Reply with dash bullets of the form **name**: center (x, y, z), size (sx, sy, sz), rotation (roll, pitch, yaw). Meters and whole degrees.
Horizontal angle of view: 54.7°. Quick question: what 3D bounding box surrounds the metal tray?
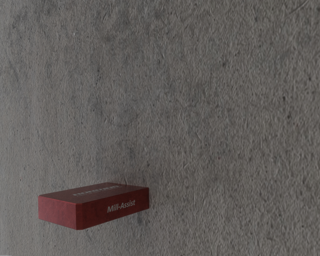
- **metal tray**: center (-0.083, 0.100, 0.422), size (0.090, 0.131, 0.030), rotation (-2, 89, 39)
